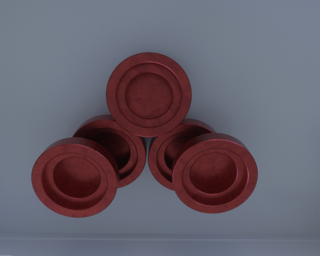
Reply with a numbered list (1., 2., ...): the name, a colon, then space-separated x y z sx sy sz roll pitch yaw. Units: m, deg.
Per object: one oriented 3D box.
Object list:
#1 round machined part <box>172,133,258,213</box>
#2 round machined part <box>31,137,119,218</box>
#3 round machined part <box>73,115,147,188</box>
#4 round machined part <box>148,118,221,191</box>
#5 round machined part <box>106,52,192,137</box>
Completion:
1. round machined part: 0.063 0.051 0.376 0.099 0.042 0.097 0 110 0
2. round machined part: -0.098 0.056 0.376 0.099 0.042 0.097 0 110 0
3. round machined part: -0.067 0.028 0.410 0.099 0.042 0.097 0 110 0
4. round machined part: 0.034 0.033 0.413 0.099 0.042 0.097 0 110 0
5. round machined part: -0.013 -0.039 0.376 0.099 0.042 0.097 0 92 -2
